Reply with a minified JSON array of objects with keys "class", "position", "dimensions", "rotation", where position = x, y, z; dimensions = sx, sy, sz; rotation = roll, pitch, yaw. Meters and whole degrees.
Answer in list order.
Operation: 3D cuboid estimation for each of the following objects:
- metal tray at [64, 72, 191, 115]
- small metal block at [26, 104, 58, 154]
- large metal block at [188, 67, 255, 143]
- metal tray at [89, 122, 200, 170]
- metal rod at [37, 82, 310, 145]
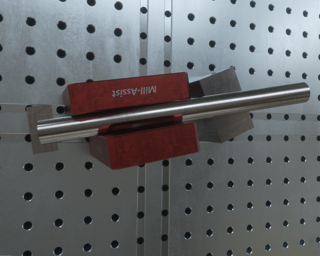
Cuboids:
[{"class":"metal tray","position":[-0.042,-0.039,0.362],"dimensions":[0.131,0.090,0.030],"rotation":[-10,95,-20]},{"class":"small metal block","position":[-0.133,0.001,0.350],"dimensions":[0.025,0.050,0.050],"rotation":[-9,93,-20]},{"class":"large metal block","position":[0.067,-0.028,0.408],"dimensions":[0.050,0.080,0.080],"rotation":[-24,98,-19]},{"class":"metal tray","position":[-0.025,0.015,0.348],"dimensions":[0.091,0.130,0.030],"rotation":[-10,94,-20]},{"class":"metal rod","position":[0.025,-0.019,0.343],"dimensions":[0.302,0.025,0.025],"rotation":[-9,94,-11]}]
